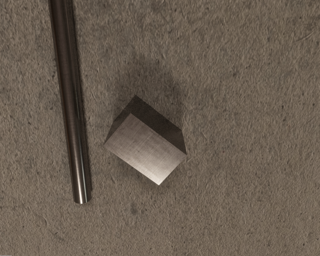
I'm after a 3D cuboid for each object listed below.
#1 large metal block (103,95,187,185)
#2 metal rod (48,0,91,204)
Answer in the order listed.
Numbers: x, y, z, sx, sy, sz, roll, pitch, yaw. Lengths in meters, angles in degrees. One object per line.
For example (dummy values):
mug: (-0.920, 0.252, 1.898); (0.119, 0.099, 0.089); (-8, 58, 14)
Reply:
large metal block: (-0.017, 0.012, 0.385); (0.080, 0.080, 0.050); (37, 106, -13)
metal rod: (-0.113, -0.038, 0.394); (0.025, 0.025, 0.298); (-1, 110, 0)
